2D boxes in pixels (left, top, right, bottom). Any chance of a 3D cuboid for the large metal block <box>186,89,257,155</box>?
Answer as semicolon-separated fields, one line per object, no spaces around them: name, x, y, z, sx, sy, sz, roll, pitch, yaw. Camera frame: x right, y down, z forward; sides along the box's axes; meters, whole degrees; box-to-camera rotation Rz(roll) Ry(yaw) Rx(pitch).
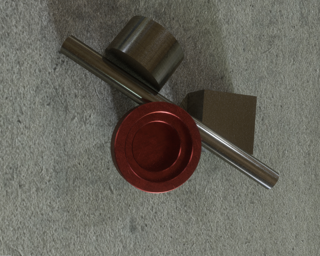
large metal block;0.083;-0.007;0.429;0.081;0.050;0.080;5;89;-20

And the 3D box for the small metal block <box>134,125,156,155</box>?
small metal block;-0.026;0.008;0.389;0.025;0.050;0.050;-2;91;-20

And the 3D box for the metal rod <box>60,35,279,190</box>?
metal rod;0.014;-0.017;0.377;0.301;0.025;0.025;33;79;-3

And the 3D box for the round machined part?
round machined part;-0.007;0.020;0.347;0.099;0.042;0.097;-1;92;-20

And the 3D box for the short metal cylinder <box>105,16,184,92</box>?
short metal cylinder;-0.018;-0.087;0.375;0.080;0.080;0.050;39;78;-16
